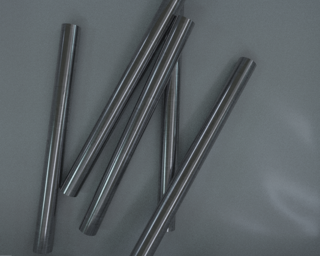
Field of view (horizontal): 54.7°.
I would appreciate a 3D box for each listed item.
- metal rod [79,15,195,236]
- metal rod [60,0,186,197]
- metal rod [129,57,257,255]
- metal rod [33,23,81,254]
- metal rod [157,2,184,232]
[{"bbox_3d":[-0.032,0.002,0.395,0.025,0.025,0.299,25,96,0],"label":"metal rod"},{"bbox_3d":[-0.047,-0.045,0.397,0.025,0.025,0.299,30,95,0],"label":"metal rod"},{"bbox_3d":[0.043,0.041,0.393,0.025,0.025,0.299,30,82,0],"label":"metal rod"},{"bbox_3d":[-0.136,0.014,0.410,0.025,0.025,0.298,7,90,0],"label":"metal rod"},{"bbox_3d":[0.014,-0.015,0.411,0.025,0.025,0.298,2,90,0],"label":"metal rod"}]
